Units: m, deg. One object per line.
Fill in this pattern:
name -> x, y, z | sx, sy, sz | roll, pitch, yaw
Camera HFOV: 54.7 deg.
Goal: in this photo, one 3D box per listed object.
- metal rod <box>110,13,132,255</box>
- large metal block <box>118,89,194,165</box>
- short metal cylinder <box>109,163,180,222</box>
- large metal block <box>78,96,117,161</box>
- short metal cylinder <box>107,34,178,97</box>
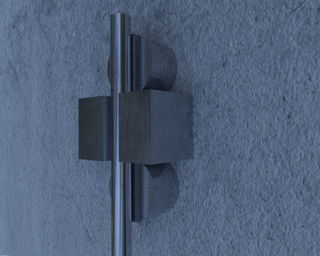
metal rod -> -0.048, 0.012, 0.380 | 0.025, 0.025, 0.298 | -1, 89, 40
large metal block -> -0.003, -0.001, 0.373 | 0.050, 0.081, 0.080 | -1, 89, 40
short metal cylinder -> -0.021, 0.078, 0.408 | 0.080, 0.050, 0.080 | 0, 89, 40
large metal block -> -0.062, 0.001, 0.421 | 0.050, 0.081, 0.080 | -1, 89, 40
short metal cylinder -> -0.024, -0.078, 0.409 | 0.080, 0.050, 0.080 | 0, 89, 40
